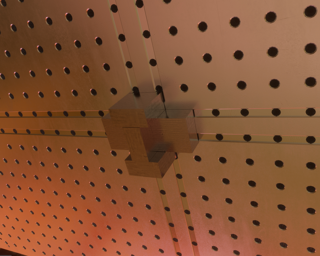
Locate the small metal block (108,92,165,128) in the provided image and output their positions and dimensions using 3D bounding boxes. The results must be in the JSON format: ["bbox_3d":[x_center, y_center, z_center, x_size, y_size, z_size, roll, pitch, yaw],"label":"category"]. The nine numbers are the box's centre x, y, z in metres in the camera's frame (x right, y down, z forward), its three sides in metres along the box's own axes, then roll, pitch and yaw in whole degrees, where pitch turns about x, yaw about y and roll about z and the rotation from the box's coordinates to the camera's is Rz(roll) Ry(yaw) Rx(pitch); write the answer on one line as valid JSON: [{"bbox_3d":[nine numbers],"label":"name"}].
[{"bbox_3d":[-0.028,-0.024,0.393,0.050,0.050,0.025,1,119,27],"label":"small metal block"}]

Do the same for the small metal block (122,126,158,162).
[{"bbox_3d":[-0.020,0.009,0.409,0.025,0.050,0.050,1,119,27],"label":"small metal block"}]

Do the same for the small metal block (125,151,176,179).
[{"bbox_3d":[-0.012,0.042,0.426,0.050,0.050,0.025,1,119,27],"label":"small metal block"}]

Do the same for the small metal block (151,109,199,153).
[{"bbox_3d":[0.019,0.004,0.402,0.050,0.025,0.050,1,119,27],"label":"small metal block"}]

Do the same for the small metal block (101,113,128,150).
[{"bbox_3d":[-0.048,0.003,0.437,0.050,0.025,0.050,1,119,27],"label":"small metal block"}]
